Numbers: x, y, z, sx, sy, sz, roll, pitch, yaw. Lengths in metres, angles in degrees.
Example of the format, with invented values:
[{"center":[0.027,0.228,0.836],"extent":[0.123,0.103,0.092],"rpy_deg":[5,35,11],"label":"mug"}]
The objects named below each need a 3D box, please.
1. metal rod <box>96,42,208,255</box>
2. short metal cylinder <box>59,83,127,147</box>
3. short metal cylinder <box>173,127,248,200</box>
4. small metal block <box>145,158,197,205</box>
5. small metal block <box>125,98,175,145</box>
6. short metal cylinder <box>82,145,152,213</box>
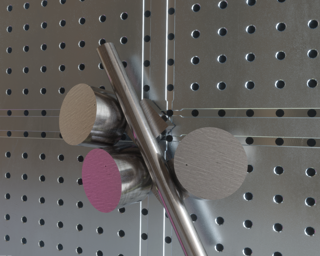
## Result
[{"center":[-0.012,0.029,0.385],"extent":[0.025,0.025,0.299],"rpy_deg":[-27,81,18],"label":"metal rod"},{"center":[-0.089,-0.014,0.412],"extent":[0.080,0.050,0.080],"rpy_deg":[-9,76,39],"label":"short metal cylinder"},{"center":[0.056,0.044,0.362],"extent":[0.081,0.050,0.080],"rpy_deg":[0,75,1],"label":"short metal cylinder"},{"center":[0.017,0.073,0.402],"extent":[0.050,0.025,0.050],"rpy_deg":[-42,77,15],"label":"small metal block"},{"center":[-0.018,-0.004,0.415],"extent":[0.050,0.025,0.050],"rpy_deg":[-45,76,14],"label":"small metal block"},{"center":[-0.057,0.063,0.401],"extent":[0.080,0.050,0.079],"rpy_deg":[5,97,42],"label":"short metal cylinder"}]
